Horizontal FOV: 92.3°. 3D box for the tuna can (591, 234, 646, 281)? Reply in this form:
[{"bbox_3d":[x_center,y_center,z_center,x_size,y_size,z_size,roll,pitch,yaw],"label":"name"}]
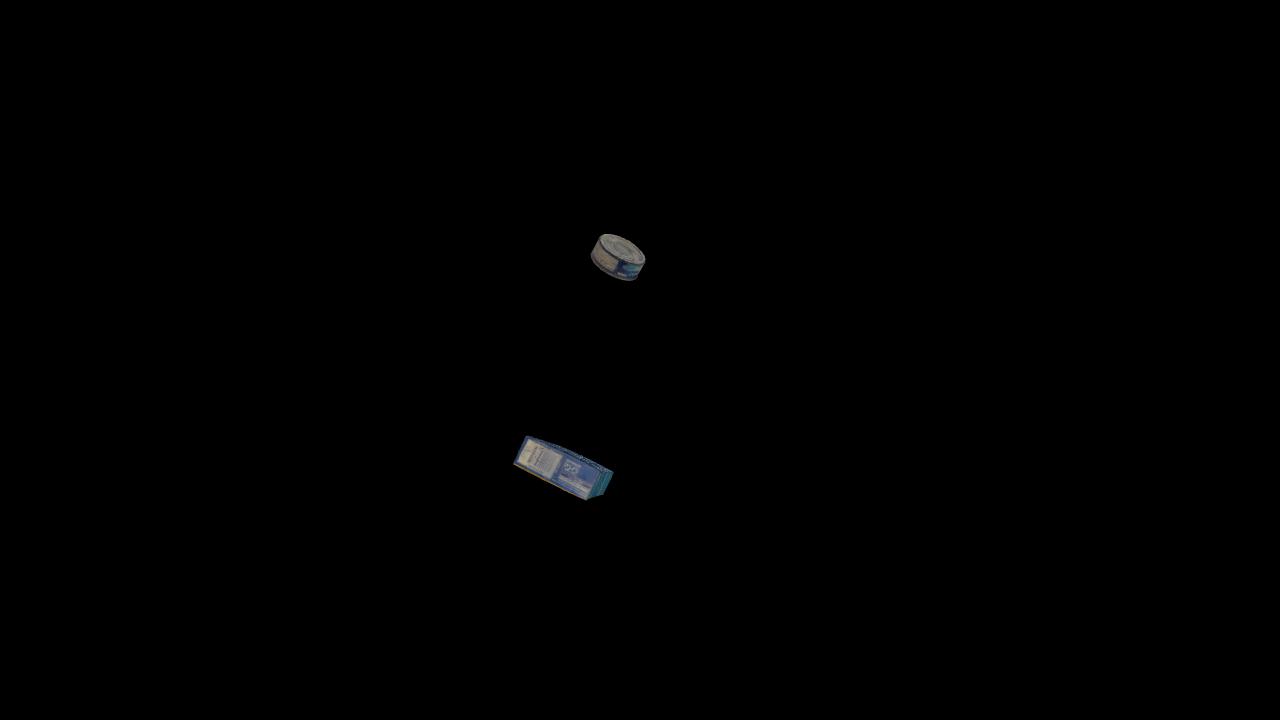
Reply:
[{"bbox_3d":[-0.034,-0.165,0.980,0.084,0.034,0.084,23,32,-15],"label":"tuna can"}]

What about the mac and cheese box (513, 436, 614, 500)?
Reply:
[{"bbox_3d":[-0.086,0.132,0.747,0.093,0.041,0.184,23,-9,7],"label":"mac and cheese box"}]
